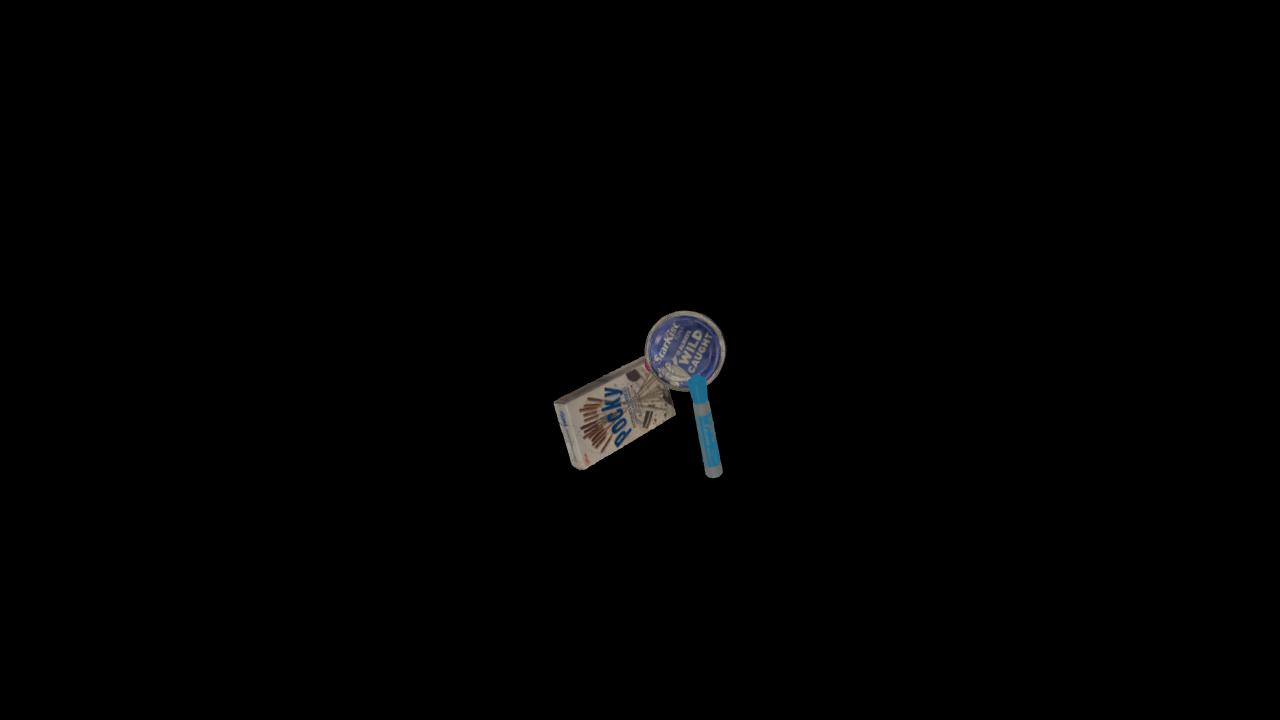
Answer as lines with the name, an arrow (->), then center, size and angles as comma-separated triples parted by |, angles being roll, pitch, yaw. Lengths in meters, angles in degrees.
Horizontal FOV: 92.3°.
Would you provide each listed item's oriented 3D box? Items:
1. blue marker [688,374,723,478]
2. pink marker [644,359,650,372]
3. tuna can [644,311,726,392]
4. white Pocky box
blue marker -> 0.067, 0.068, 0.632 | 0.020, 0.121, 0.020 | -11, 26, 5
pink marker -> 0.044, -0.007, 0.730 | 0.020, 0.020, 0.121 | 0, 13, 36
tuna can -> 0.049, -0.010, 0.647 | 0.084, 0.084, 0.034 | 0, 6, 11
white Pocky box -> -0.026, 0.057, 0.726 | 0.154, 0.084, 0.028 | -27, 19, -38
